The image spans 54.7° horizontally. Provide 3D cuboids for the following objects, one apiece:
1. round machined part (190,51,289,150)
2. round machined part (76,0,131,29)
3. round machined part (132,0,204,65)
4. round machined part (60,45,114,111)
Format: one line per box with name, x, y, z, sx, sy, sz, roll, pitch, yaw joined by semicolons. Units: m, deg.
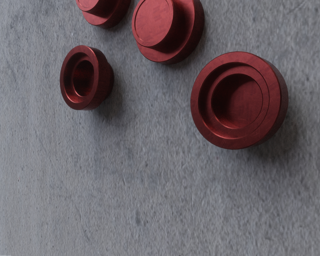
round machined part;0.084;-0.027;0.323;0.098;0.042;0.097;0;90;39
round machined part;-0.090;-0.204;0.466;0.098;0.042;0.097;0;90;39
round machined part;0.003;-0.132;0.390;0.098;0.042;0.097;0;90;39
round machined part;-0.110;-0.076;0.482;0.098;0.042;0.097;0;90;39
